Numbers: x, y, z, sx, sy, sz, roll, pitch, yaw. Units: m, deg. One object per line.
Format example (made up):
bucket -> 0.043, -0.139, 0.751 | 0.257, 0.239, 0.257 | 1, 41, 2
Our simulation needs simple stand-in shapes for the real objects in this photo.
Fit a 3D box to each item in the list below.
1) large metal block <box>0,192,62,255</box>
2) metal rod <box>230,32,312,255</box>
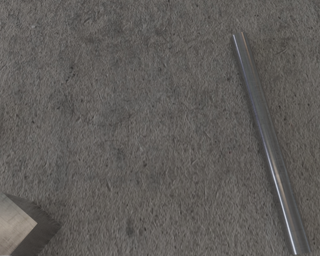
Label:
large metal block -> -0.164, 0.122, 0.333 | 0.050, 0.080, 0.080 | 36, 74, 12
metal rod -> 0.139, 0.005, 0.407 | 0.025, 0.025, 0.299 | -8, 70, -3
